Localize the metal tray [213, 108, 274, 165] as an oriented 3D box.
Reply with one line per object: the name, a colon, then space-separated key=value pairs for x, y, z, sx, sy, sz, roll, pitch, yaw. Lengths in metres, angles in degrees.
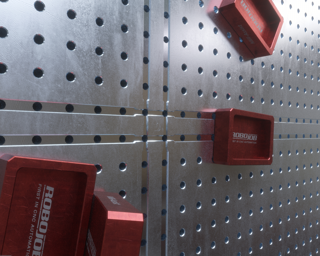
metal tray: x=0.147 y=0.018 z=0.532 sx=0.131 sy=0.030 sz=0.089 roll=6 pitch=87 yaw=-40

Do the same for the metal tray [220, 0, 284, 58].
metal tray: x=0.166 y=-0.199 z=0.547 sx=0.130 sy=0.030 sz=0.090 roll=37 pitch=67 yaw=-34

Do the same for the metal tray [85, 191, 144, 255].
metal tray: x=-0.052 y=0.115 z=0.298 sx=0.030 sy=0.130 sz=0.090 roll=10 pitch=84 yaw=-17

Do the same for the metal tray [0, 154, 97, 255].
metal tray: x=-0.119 y=0.095 z=0.307 sx=0.091 sy=0.030 sz=0.129 roll=13 pitch=82 yaw=-40
